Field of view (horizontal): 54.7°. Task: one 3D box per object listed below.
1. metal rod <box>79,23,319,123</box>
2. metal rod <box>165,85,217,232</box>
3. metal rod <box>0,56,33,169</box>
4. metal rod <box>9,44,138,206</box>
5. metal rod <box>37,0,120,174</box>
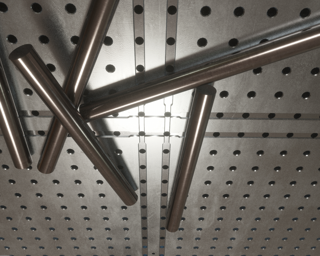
[{"bbox_3d":[0.044,-0.061,0.360,0.301,0.025,0.025,-17,128,13],"label":"metal rod"},{"bbox_3d":[0.039,0.066,0.468,0.025,0.025,0.298,5,130,-5],"label":"metal rod"},{"bbox_3d":[-0.192,-0.063,0.355,0.025,0.025,0.298,2,130,-2],"label":"metal rod"},{"bbox_3d":[-0.091,0.022,0.404,0.025,0.025,0.299,-13,137,10],"label":"metal rod"},{"bbox_3d":[-0.104,-0.045,0.371,0.025,0.025,0.298,20,127,-17],"label":"metal rod"}]
